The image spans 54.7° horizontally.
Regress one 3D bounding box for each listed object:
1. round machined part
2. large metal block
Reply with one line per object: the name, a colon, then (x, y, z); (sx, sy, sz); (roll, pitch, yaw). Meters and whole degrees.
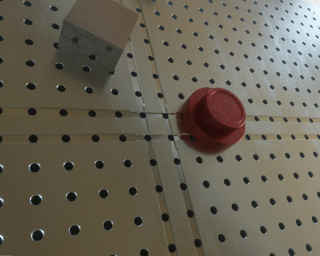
round machined part: (0.086, -0.020, 0.456); (0.099, 0.042, 0.098); (14, 56, -21)
large metal block: (-0.084, -0.136, 0.430); (0.080, 0.050, 0.080); (25, 53, -13)
